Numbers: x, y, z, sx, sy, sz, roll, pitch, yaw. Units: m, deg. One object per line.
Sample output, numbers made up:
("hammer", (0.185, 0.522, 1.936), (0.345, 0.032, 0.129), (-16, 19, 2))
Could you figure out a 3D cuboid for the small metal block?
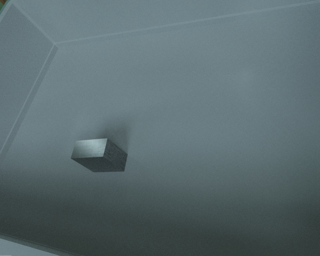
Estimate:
("small metal block", (-0.079, 0.037, 0.409), (0.050, 0.050, 0.025), (-5, 60, 25))
